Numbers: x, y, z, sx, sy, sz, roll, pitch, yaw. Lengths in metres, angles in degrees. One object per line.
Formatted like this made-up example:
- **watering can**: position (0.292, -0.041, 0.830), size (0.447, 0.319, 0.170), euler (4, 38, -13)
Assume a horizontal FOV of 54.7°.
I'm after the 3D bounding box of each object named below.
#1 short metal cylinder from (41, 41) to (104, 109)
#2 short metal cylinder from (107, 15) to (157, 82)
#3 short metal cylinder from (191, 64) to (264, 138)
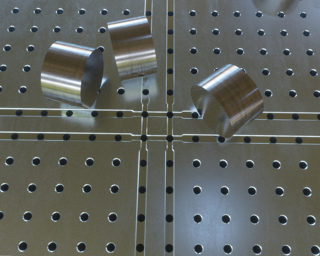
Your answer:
- **short metal cylinder**: position (-0.112, -0.069, 0.407), size (0.050, 0.080, 0.080), euler (13, 71, 5)
- **short metal cylinder**: position (-0.037, -0.107, 0.421), size (0.050, 0.080, 0.080), euler (-13, 71, -5)
- **short metal cylinder**: position (0.084, -0.034, 0.395), size (0.050, 0.080, 0.080), euler (-35, 74, -12)
